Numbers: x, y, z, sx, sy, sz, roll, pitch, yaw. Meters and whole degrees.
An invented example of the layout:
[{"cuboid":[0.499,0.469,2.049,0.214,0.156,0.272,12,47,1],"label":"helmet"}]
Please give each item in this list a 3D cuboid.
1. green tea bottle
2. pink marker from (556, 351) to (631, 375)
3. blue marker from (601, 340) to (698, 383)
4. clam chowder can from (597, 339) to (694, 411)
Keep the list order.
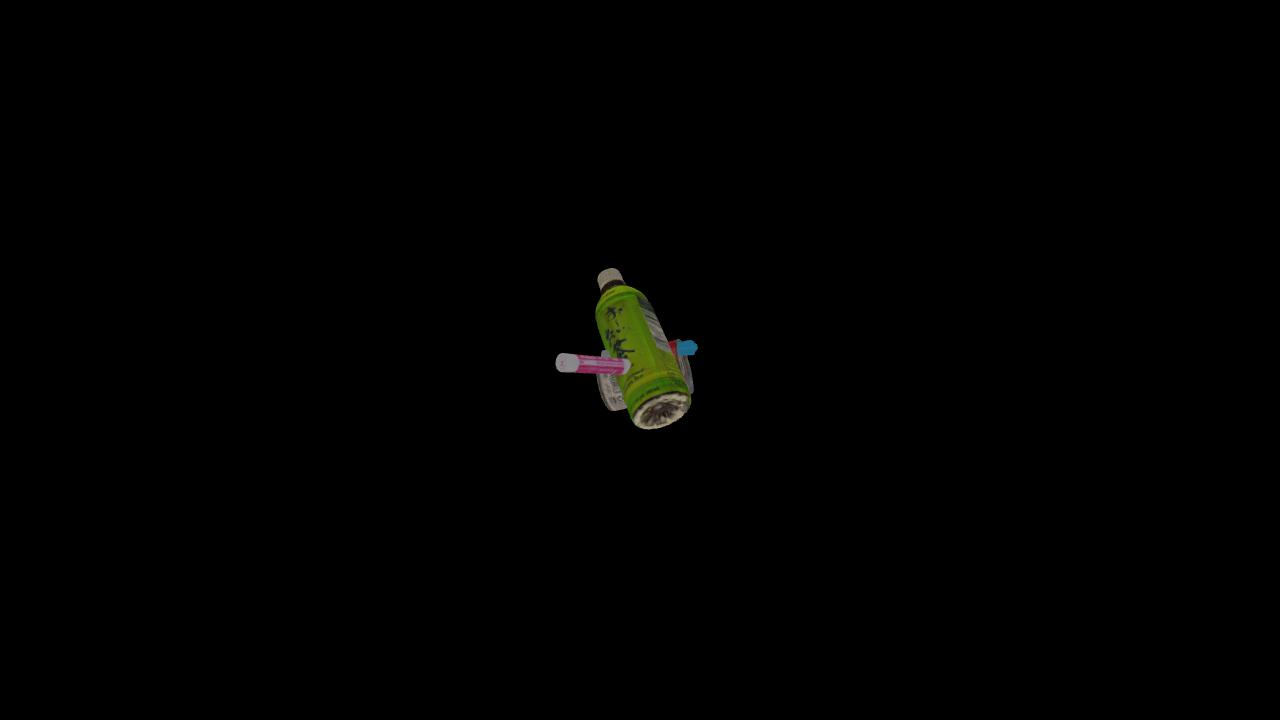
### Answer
[{"cuboid":[-0.006,-0.024,0.708,0.073,0.212,0.073,-13,-37,-10],"label":"green tea bottle"},{"cuboid":[-0.035,0.006,0.638,0.020,0.020,0.121,0,-3,43],"label":"pink marker"},{"cuboid":[0.013,-0.009,0.724,0.121,0.020,0.020,-8,3,-23],"label":"blue marker"},{"cuboid":[0.006,0.019,0.737,0.102,0.068,0.068,-14,-3,13],"label":"clam chowder can"}]
